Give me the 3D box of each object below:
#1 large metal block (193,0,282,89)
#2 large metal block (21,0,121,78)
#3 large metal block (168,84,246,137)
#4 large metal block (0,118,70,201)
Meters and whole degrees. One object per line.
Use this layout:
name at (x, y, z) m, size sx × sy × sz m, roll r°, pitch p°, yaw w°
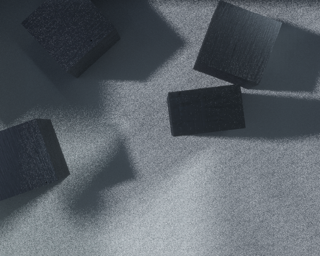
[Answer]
large metal block at (0.096, -0.104, 0.399) m, size 0.080 × 0.050 × 0.080 m, roll 20°, pitch 90°, yaw 0°
large metal block at (-0.111, -0.124, 0.398) m, size 0.080 × 0.050 × 0.080 m, roll -43°, pitch 90°, yaw 0°
large metal block at (0.052, -0.020, 0.384) m, size 0.080 × 0.080 × 0.050 m, roll -7°, pitch 90°, yaw 0°
large metal block at (-0.174, 0.039, 0.397) m, size 0.080 × 0.050 × 0.080 m, roll -20°, pitch 90°, yaw 0°
